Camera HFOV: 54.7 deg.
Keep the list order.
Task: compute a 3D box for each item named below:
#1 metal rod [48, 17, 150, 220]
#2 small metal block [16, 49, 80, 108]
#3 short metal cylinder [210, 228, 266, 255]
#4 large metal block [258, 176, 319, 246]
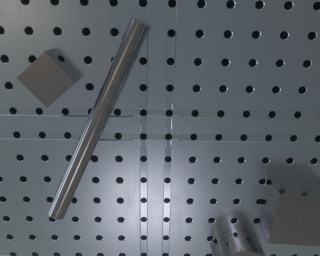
[{"bbox_3d":[-0.088,0.001,0.412,0.025,0.025,0.298,24,108,-9],"label":"metal rod"},{"bbox_3d":[-0.139,-0.062,0.389,0.050,0.025,0.050,-38,106,13],"label":"small metal block"},{"bbox_3d":[0.122,0.203,0.476,0.081,0.050,0.079,0,110,0],"label":"short metal cylinder"},{"bbox_3d":[0.195,0.119,0.446,0.081,0.050,0.079,4,110,-2],"label":"large metal block"}]
